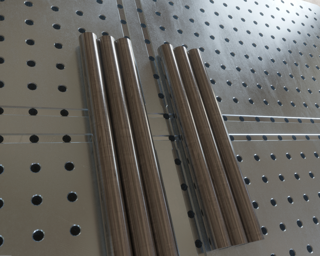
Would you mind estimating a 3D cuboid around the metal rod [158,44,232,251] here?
[{"bbox_3d":[0.040,0.008,0.423,0.025,0.025,0.299,1,61,-28],"label":"metal rod"}]

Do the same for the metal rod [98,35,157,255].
[{"bbox_3d":[-0.045,0.009,0.377,0.025,0.025,0.299,1,61,-28],"label":"metal rod"}]

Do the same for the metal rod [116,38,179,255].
[{"bbox_3d":[-0.023,0.009,0.389,0.025,0.025,0.299,1,61,-28],"label":"metal rod"}]

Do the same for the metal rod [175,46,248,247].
[{"bbox_3d":[0.062,0.009,0.435,0.025,0.025,0.299,1,61,-28],"label":"metal rod"}]

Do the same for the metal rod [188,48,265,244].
[{"bbox_3d":[0.086,0.009,0.447,0.025,0.025,0.299,1,61,-28],"label":"metal rod"}]

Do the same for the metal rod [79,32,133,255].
[{"bbox_3d":[-0.068,0.008,0.366,0.025,0.025,0.299,1,61,-28],"label":"metal rod"}]
